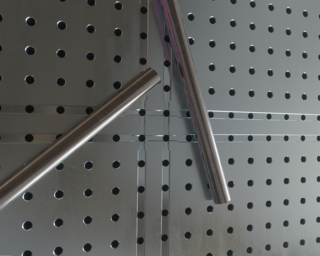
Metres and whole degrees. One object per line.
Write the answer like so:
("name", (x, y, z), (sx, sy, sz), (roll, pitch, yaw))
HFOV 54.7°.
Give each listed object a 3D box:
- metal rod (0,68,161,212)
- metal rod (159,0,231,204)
("metal rod", (-0.117, 0.025, 0.369), (0.301, 0.025, 0.025), (-41, 103, -16))
("metal rod", (0.049, -0.038, 0.431), (0.025, 0.025, 0.298), (-18, 96, -19))
